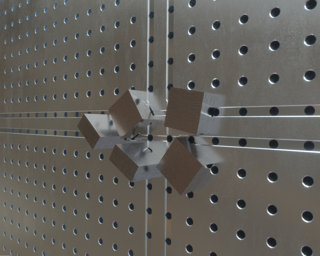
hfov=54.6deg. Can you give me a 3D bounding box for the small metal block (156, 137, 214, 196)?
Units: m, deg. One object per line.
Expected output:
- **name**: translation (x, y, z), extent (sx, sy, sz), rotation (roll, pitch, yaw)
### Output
- **small metal block**: translation (0.030, 0.046, 0.386), extent (0.050, 0.025, 0.050), rotation (46, 118, 30)

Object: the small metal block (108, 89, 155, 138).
- **small metal block**: translation (-0.042, -0.020, 0.445), extent (0.050, 0.025, 0.050), rotation (-40, 66, 33)

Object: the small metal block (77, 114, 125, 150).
- **small metal block**: translation (-0.087, 0.005, 0.467), extent (0.050, 0.050, 0.025), rotation (50, 119, 28)

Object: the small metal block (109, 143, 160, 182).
- **small metal block**: translation (-0.032, 0.045, 0.420), extent (0.050, 0.050, 0.025), rotation (39, 114, 33)

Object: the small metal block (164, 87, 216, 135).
- **small metal block**: translation (0.036, -0.021, 0.381), extent (0.050, 0.025, 0.050), rotation (15, 100, 39)
